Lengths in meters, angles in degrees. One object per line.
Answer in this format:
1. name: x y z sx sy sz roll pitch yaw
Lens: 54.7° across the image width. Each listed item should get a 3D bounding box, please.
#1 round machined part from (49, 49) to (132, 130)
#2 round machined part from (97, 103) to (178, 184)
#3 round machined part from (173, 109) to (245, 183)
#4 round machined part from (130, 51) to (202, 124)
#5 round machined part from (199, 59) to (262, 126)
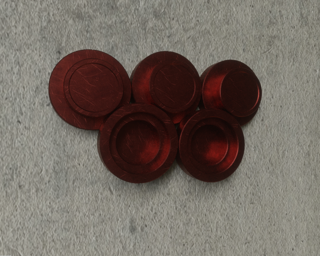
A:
1. round machined part: -0.081 -0.046 0.372 0.099 0.042 0.097 0 90 -21
2. round machined part: -0.030 0.018 0.391 0.099 0.042 0.097 0 90 -21
3. round machined part: 0.063 0.023 0.426 0.099 0.042 0.097 0 90 -21
4. round machined part: 0.012 -0.053 0.407 0.099 0.042 0.097 0 90 -21
5. round machined part: 0.105 -0.049 0.441 0.099 0.042 0.097 0 90 -21
